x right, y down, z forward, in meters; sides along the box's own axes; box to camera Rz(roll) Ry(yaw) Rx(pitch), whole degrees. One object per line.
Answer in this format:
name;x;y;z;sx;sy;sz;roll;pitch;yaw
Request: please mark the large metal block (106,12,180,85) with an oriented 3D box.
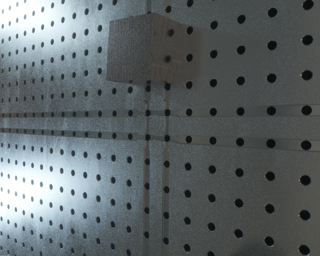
large metal block;-0.023;-0.100;0.410;0.080;0.050;0.079;7;94;39
